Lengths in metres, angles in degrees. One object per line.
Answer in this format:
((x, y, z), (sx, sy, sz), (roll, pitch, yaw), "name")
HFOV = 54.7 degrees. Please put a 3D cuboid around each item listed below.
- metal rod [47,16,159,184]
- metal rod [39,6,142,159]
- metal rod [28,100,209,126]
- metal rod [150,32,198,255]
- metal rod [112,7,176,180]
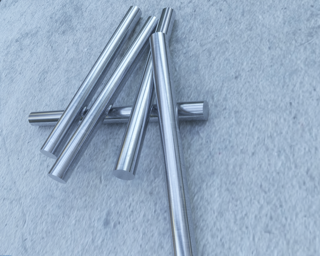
((-0.067, -0.058, 0.445), (0.025, 0.025, 0.300), (7, 56, 31), "metal rod")
((-0.096, -0.086, 0.482), (0.025, 0.025, 0.300), (5, 57, 30), "metal rod")
((-0.077, -0.019, 0.453), (0.301, 0.025, 0.025), (-1, 61, 27), "metal rod")
((0.012, 0.010, 0.364), (0.025, 0.025, 0.299), (-15, 63, 19), "metal rod")
((-0.013, -0.068, 0.425), (0.025, 0.025, 0.300), (-6, 51, 25), "metal rod")
